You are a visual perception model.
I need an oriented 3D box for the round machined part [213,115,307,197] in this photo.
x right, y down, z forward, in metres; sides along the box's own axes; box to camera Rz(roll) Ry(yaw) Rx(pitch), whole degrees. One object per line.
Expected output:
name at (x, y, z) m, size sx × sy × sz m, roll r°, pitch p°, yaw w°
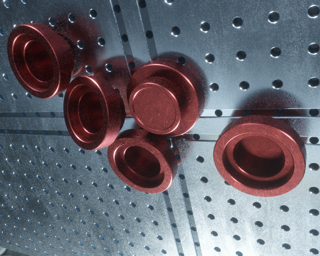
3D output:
round machined part at (0.115, 0.028, 0.357) m, size 0.098 × 0.042 × 0.097 m, roll 13°, pitch 124°, yaw 21°

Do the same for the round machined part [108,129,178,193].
round machined part at (-0.020, 0.041, 0.434) m, size 0.098 × 0.042 × 0.097 m, roll 15°, pitch 129°, yaw 19°

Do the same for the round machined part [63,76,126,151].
round machined part at (-0.085, -0.021, 0.417) m, size 0.098 × 0.042 × 0.097 m, roll 9°, pitch 104°, yaw 40°

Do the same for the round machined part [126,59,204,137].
round machined part at (0.001, -0.031, 0.381) m, size 0.098 × 0.042 × 0.097 m, roll 13°, pitch 124°, yaw 21°

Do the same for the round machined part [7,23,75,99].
round machined part at (-0.156, -0.092, 0.421) m, size 0.098 × 0.042 × 0.097 m, roll 15°, pitch 120°, yaw 27°
